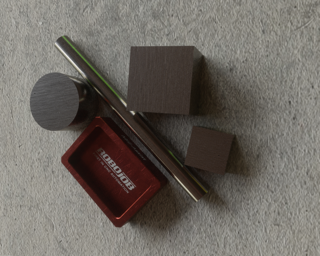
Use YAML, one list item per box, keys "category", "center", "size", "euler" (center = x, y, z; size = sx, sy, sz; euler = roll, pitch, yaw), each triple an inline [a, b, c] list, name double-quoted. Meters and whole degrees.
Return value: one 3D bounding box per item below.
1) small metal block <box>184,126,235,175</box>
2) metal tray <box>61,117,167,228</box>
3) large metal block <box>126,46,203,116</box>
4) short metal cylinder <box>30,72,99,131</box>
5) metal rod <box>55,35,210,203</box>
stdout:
- category: "small metal block"
  center: [0.063, 0.027, 0.388]
  size: [0.050, 0.025, 0.050]
  euler: [14, 95, 19]
- category: "metal tray"
  center: [-0.065, 0.058, 0.429]
  size: [0.130, 0.030, 0.090]
  euler: [46, 104, 14]
- category: "large metal block"
  center: [0.007, -0.058, 0.394]
  size: [0.080, 0.050, 0.079]
  euler: [5, 92, 19]
- category: "short metal cylinder"
  center: [-0.136, -0.036, 0.443]
  size: [0.080, 0.050, 0.079]
  euler: [0, 90, 19]
- category: "metal rod"
  center: [-0.046, -0.021, 0.425]
  size: [0.025, 0.025, 0.300]
  euler: [-46, 76, 14]
